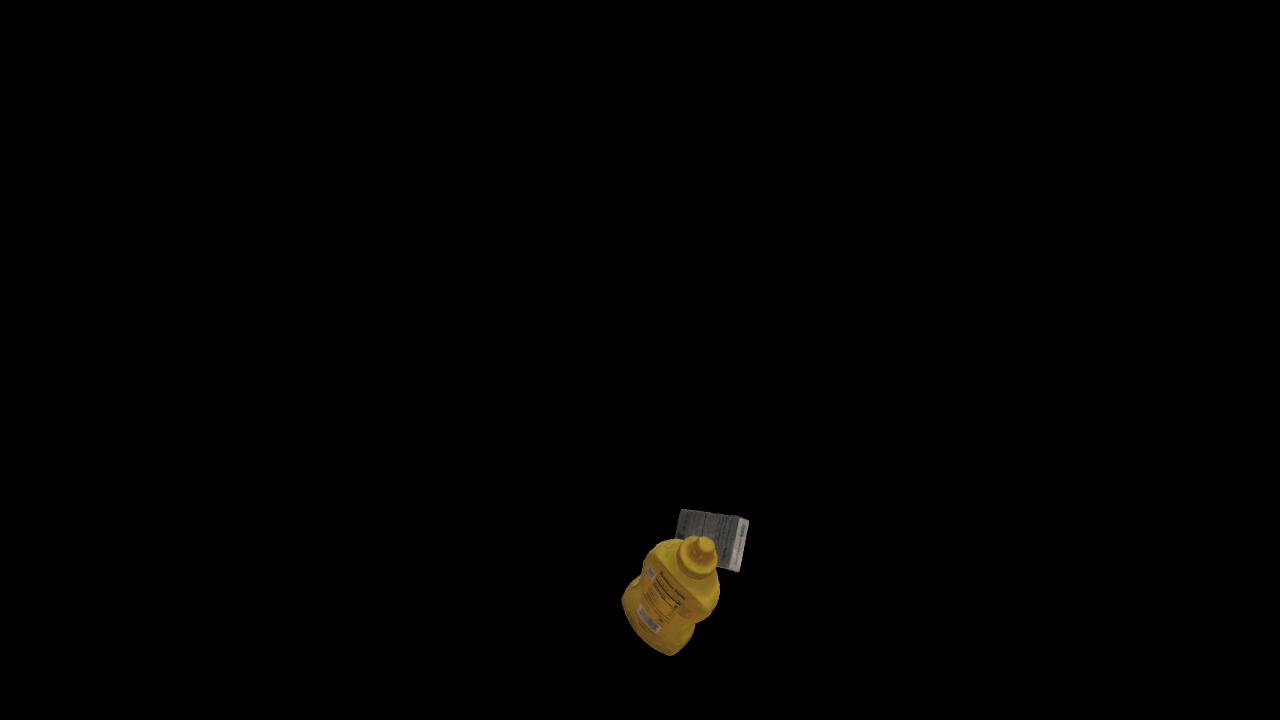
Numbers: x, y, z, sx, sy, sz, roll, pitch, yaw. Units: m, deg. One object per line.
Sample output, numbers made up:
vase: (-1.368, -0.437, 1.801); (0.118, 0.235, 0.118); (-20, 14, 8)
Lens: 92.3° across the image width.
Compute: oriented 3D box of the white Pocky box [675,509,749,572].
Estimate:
white Pocky box: (0.113, 0.296, 1.021); (0.028, 0.084, 0.154); (24, -20, -28)

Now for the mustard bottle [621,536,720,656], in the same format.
mustard bottle: (0.040, 0.244, 0.664); (0.054, 0.184, 0.092); (-21, 56, -38)
